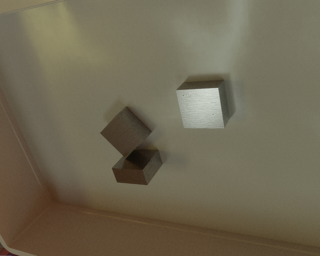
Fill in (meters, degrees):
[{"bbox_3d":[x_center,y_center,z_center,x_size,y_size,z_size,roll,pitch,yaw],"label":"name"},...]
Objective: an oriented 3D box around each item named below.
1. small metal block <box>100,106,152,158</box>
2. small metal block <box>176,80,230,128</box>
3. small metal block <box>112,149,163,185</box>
[{"bbox_3d":[-0.048,0.006,0.438,0.050,0.025,0.050,45,129,-4],"label":"small metal block"},{"bbox_3d":[0.051,-0.027,0.365,0.050,0.025,0.050,0,119,28],"label":"small metal block"},{"bbox_3d":[-0.031,0.054,0.443,0.050,0.050,0.025,-1,118,28],"label":"small metal block"}]
